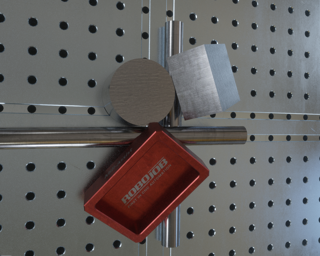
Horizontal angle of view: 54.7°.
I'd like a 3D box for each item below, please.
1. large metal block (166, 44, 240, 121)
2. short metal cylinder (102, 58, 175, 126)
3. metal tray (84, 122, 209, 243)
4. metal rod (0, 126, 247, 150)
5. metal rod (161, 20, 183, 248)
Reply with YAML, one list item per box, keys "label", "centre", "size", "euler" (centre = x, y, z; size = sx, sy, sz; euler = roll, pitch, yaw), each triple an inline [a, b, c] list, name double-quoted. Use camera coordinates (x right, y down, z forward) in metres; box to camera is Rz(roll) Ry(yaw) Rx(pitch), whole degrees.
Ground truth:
- label: "large metal block"
  centre: [0.059, -0.061, 0.400]
  size: [0.080, 0.050, 0.080]
  euler: [-27, 102, -58]
- label: "short metal cylinder"
  centre: [-0.028, -0.042, 0.388]
  size: [0.081, 0.050, 0.079]
  euler: [0, 90, -20]
- label: "metal tray"
  centre: [-0.017, 0.068, 0.376]
  size: [0.090, 0.030, 0.130]
  euler: [41, 98, -22]
- label: "metal rod"
  centre: [-0.036, 0.011, 0.382]
  size: [0.302, 0.025, 0.025]
  euler: [0, 90, -13]
- label: "metal rod"
  centre: [0.017, 0.008, 0.419]
  size: [0.025, 0.025, 0.298]
  euler: [1, 90, -20]
